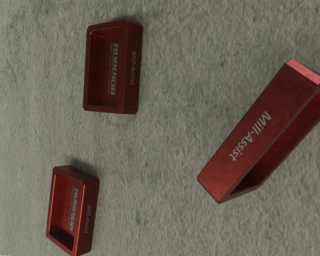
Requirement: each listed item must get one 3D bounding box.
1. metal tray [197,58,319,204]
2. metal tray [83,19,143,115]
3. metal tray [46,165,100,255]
[{"bbox_3d":[0.100,0.007,0.279,0.030,0.091,0.129,47,118,29],"label":"metal tray"},{"bbox_3d":[-0.072,-0.087,0.458,0.090,0.030,0.129,6,94,39],"label":"metal tray"},{"bbox_3d":[-0.149,0.137,0.521,0.090,0.030,0.129,14,99,38],"label":"metal tray"}]
